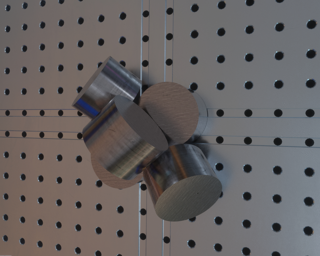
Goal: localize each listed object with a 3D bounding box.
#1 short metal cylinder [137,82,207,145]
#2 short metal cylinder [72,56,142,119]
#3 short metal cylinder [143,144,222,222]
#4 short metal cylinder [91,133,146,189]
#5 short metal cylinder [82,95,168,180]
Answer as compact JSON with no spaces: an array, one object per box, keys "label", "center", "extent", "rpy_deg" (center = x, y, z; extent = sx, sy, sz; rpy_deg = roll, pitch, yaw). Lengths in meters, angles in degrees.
[{"label":"short metal cylinder","center":[0.015,-0.016,0.392],"extent":[0.080,0.050,0.079],"rpy_deg":[0,90,19]},{"label":"short metal cylinder","center":[-0.068,-0.045,0.399],"extent":[0.050,0.080,0.080],"rpy_deg":[37,104,-19]},{"label":"short metal cylinder","center":[0.025,0.065,0.366],"extent":[0.080,0.080,0.050],"rpy_deg":[-42,42,15]},{"label":"short metal cylinder","center":[-0.044,0.036,0.413],"extent":[0.080,0.050,0.079],"rpy_deg":[0,90,19]},{"label":"short metal cylinder","center":[-0.037,0.010,0.341],"extent":[0.050,0.080,0.080],"rpy_deg":[-43,77,15]}]
